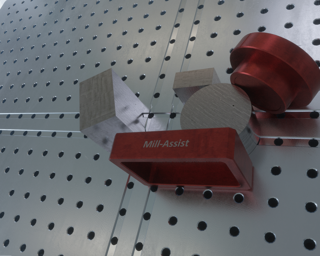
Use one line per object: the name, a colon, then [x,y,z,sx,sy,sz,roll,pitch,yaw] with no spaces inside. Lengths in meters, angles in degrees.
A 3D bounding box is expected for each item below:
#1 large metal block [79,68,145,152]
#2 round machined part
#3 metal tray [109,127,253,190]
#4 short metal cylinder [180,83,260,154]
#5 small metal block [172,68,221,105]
large metal block: [-0.063,-0.019,0.417,0.050,0.080,0.080,-22,54,15]
round machined part: [0.115,-0.052,0.333,0.098,0.098,0.042,32,80,38]
metal tray: [0.024,0.036,0.331,0.130,0.090,0.030,-3,61,26]
short metal cylinder: [0.070,-0.005,0.358,0.080,0.050,0.080,-14,56,21]
small metal block: [0.051,-0.049,0.396,0.050,0.050,0.025,-3,60,27]
